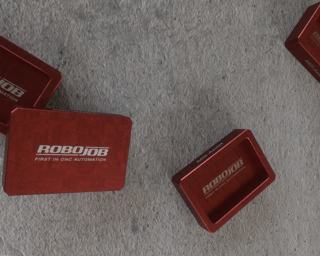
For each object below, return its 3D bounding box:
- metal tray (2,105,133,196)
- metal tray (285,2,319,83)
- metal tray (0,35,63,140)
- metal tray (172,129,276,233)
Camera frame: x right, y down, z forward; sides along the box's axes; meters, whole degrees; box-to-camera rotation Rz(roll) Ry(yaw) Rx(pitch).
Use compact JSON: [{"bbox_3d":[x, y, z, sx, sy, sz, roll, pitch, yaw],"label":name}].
[{"bbox_3d":[-0.101,0.026,0.349,0.131,0.030,0.089,4,97,-31],"label":"metal tray"},{"bbox_3d":[0.275,-0.129,0.507,0.130,0.030,0.090,39,78,-16],"label":"metal tray"},{"bbox_3d":[-0.187,-0.055,0.336,0.130,0.030,0.090,32,80,-17],"label":"metal tray"},{"bbox_3d":[0.093,0.072,0.440,0.131,0.030,0.090,-35,101,-17],"label":"metal tray"}]
